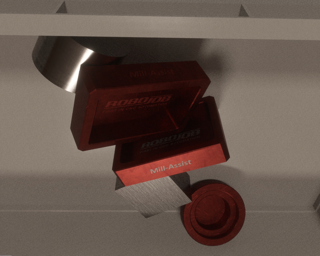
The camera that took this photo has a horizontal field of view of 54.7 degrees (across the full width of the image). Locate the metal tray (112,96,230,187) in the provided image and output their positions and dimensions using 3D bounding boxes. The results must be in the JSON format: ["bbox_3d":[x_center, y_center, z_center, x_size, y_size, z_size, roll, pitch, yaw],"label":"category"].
[{"bbox_3d":[0.011,0.014,0.378,0.130,0.090,0.030,-16,129,12],"label":"metal tray"}]

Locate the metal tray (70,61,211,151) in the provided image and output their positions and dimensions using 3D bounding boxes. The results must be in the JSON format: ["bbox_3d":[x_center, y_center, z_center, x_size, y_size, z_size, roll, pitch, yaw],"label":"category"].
[{"bbox_3d":[-0.021,-0.024,0.324,0.131,0.030,0.089,-10,145,-30],"label":"metal tray"}]

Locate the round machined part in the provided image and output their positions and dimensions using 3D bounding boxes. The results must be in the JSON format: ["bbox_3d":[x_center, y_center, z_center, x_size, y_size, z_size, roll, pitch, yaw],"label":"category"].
[{"bbox_3d":[0.080,0.130,0.490,0.099,0.042,0.097,0,93,-8],"label":"round machined part"}]

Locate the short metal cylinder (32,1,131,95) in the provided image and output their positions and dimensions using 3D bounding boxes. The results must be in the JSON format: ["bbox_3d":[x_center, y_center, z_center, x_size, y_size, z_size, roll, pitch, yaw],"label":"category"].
[{"bbox_3d":[-0.077,-0.078,0.305,0.080,0.080,0.050,26,125,-21],"label":"short metal cylinder"}]

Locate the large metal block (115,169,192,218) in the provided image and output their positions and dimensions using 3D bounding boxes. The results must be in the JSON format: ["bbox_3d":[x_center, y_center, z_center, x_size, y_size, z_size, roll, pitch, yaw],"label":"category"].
[{"bbox_3d":[-0.008,0.082,0.463,0.080,0.050,0.080,-25,126,19],"label":"large metal block"}]
